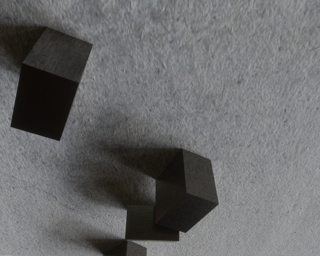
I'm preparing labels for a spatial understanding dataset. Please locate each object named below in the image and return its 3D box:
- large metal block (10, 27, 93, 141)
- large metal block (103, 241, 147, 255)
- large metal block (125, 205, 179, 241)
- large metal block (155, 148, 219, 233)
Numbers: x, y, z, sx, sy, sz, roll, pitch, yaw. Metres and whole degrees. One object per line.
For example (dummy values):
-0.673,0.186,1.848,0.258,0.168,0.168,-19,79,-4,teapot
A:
-0.113,-0.047,0.329,0.050,0.080,0.079,19,128,-16,large metal block
-0.073,0.281,0.609,0.050,0.080,0.080,36,121,-27,large metal block
-0.013,0.158,0.504,0.081,0.050,0.080,3,158,-3,large metal block
0.035,0.091,0.449,0.050,0.080,0.080,23,126,-19,large metal block
